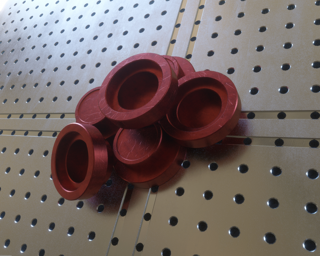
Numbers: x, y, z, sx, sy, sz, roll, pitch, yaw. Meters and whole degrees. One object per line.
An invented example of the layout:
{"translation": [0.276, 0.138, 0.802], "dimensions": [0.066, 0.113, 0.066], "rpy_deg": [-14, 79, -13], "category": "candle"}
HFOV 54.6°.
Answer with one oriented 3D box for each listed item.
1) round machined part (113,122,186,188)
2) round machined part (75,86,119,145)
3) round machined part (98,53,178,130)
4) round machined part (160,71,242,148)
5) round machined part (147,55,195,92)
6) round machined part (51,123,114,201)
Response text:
{"translation": [-0.020, 0.023, 0.394], "dimensions": [0.098, 0.042, 0.098], "rpy_deg": [-13, 56, 21], "category": "round machined part"}
{"translation": [-0.085, -0.023, 0.457], "dimensions": [0.098, 0.042, 0.098], "rpy_deg": [-13, 56, 21], "category": "round machined part"}
{"translation": [-0.023, -0.041, 0.380], "dimensions": [0.098, 0.042, 0.098], "rpy_deg": [-13, 56, 21], "category": "round machined part"}
{"translation": [0.051, -0.019, 0.382], "dimensions": [0.098, 0.042, 0.098], "rpy_deg": [-13, 56, 21], "category": "round machined part"}
{"translation": [0.002, -0.063, 0.436], "dimensions": [0.098, 0.042, 0.098], "rpy_deg": [-13, 56, 21], "category": "round machined part"}
{"translation": [-0.099, 0.044, 0.407], "dimensions": [0.098, 0.042, 0.098], "rpy_deg": [-6, 80, 41], "category": "round machined part"}
